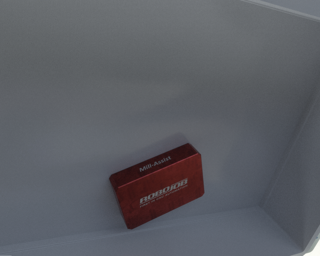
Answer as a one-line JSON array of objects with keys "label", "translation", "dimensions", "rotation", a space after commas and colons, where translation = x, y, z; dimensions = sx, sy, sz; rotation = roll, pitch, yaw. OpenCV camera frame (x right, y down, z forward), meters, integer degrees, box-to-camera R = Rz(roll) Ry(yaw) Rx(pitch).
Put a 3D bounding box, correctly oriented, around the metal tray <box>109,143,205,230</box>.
[{"label": "metal tray", "translation": [0.000, 0.086, 0.458], "dimensions": [0.131, 0.030, 0.090], "rotation": [-21, 127, -16]}]
